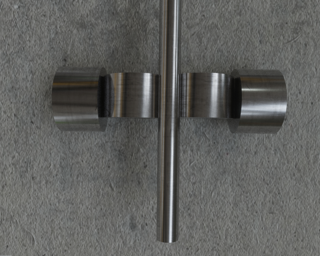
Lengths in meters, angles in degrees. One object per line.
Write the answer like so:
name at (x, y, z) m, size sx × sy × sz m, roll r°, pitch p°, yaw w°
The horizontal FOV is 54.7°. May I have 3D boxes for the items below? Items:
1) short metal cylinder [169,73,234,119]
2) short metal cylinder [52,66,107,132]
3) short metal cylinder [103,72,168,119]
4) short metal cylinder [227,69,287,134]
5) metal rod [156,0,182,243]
short metal cylinder at (0.050, -0.037, 0.384) m, size 0.081 × 0.080 × 0.050 m, roll 1°, pitch 90°, yaw 0°
short metal cylinder at (-0.095, -0.035, 0.383) m, size 0.050 × 0.080 × 0.080 m, roll 1°, pitch 90°, yaw 0°
short metal cylinder at (-0.030, -0.037, 0.383) m, size 0.081 × 0.080 × 0.050 m, roll 1°, pitch 90°, yaw 0°
short metal cylinder at (0.116, -0.033, 0.385) m, size 0.050 × 0.080 × 0.080 m, roll 1°, pitch 90°, yaw 0°
metal rod at (0.010, -0.024, 0.350) m, size 0.025 × 0.025 × 0.298 m, roll 1°, pitch 90°, yaw 0°
